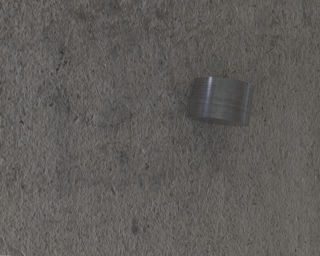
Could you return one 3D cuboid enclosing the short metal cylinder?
[{"bbox_3d":[0.079,-0.033,0.409,0.081,0.080,0.050,10,87,-20],"label":"short metal cylinder"}]
